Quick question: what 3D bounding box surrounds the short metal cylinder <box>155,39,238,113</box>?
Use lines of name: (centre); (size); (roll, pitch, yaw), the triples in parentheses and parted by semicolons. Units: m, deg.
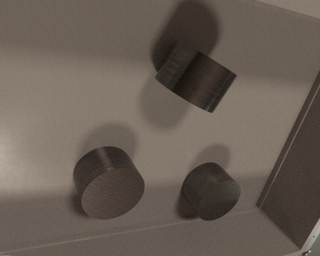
short metal cylinder: (0.041, -0.060, 0.360); (0.080, 0.080, 0.050); (21, 107, -37)

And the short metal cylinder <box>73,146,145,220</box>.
short metal cylinder: (-0.067, 0.071, 0.401); (0.081, 0.050, 0.079); (-14, 125, -21)

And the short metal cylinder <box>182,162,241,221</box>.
short metal cylinder: (0.083, 0.103, 0.504); (0.081, 0.050, 0.079); (-14, 125, -21)
